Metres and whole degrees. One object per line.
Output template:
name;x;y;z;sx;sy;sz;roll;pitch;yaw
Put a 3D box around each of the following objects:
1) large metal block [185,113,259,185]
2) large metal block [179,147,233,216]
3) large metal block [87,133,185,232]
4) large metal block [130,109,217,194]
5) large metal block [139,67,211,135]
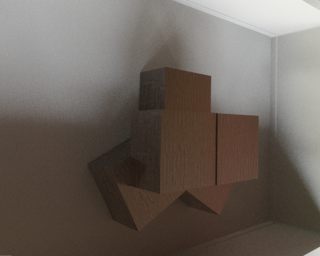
large metal block;0.078;0.024;0.387;0.081;0.050;0.080;1;90;-40
large metal block;0.058;0.064;0.435;0.080;0.050;0.080;41;65;-32
large metal block;-0.025;0.059;0.367;0.081;0.050;0.080;-33;111;-35
large metal block;0.015;0.022;0.336;0.081;0.050;0.080;1;90;-40
large metal block;0.021;-0.031;0.405;0.081;0.050;0.080;2;89;-40
